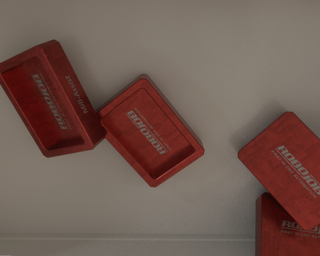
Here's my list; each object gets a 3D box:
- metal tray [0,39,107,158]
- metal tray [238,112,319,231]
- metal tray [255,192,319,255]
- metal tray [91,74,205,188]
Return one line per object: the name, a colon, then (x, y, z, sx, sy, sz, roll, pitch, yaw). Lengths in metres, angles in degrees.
metal tray: (-0.133, -0.030, 0.376, 0.090, 0.030, 0.129, -12, 112, 31)
metal tray: (0.178, 0.054, 0.402, 0.090, 0.030, 0.130, -43, 79, 13)
metal tray: (0.201, 0.144, 0.425, 0.131, 0.090, 0.030, 8, 151, 4)
metal tray: (-0.015, 0.006, 0.410, 0.090, 0.030, 0.130, -37, 107, 12)
